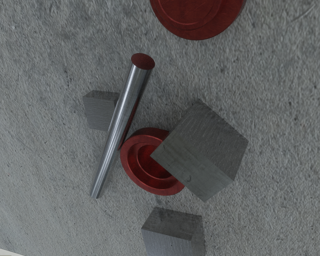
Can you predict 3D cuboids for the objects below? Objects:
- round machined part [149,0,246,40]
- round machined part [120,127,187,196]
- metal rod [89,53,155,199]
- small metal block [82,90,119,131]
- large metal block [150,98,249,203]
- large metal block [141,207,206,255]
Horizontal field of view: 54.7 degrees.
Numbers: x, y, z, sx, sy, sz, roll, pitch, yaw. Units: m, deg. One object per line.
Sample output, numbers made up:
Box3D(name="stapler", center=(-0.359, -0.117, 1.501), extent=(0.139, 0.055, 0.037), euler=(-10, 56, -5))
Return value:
Box3D(name="round machined part", center=(0.032, -0.133, 0.297), extent=(0.098, 0.042, 0.097), euler=(13, 124, 21))
Box3D(name="round machined part", center=(-0.001, 0.041, 0.421), extent=(0.098, 0.042, 0.097), euler=(14, 126, 21))
Box3D(name="metal rod", center=(-0.063, 0.021, 0.423), extent=(0.025, 0.025, 0.298), euler=(34, 138, 6))
Box3D(name="small metal block", center=(-0.075, -0.023, 0.432), extent=(0.050, 0.025, 0.050), euler=(9, 122, 23))
Box3D(name="large metal block", center=(0.048, 0.023, 0.360), extent=(0.080, 0.080, 0.050), euler=(41, 129, 0))
Box3D(name="large metal block", center=(0.024, 0.178, 0.489), extent=(0.080, 0.050, 0.079), euler=(4, 121, 26))
